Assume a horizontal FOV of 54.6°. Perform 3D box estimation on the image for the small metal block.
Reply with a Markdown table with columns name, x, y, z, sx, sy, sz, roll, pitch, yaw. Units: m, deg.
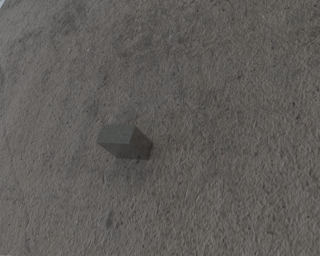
| name | x | y | z | sx | sy | sz | roll | pitch | yaw |
| --- | --- | --- | --- | --- | --- | --- | --- | --- | --- |
| small metal block | -0.045 | 0.019 | 0.401 | 0.050 | 0.050 | 0.025 | 0 | 62 | 28 |
